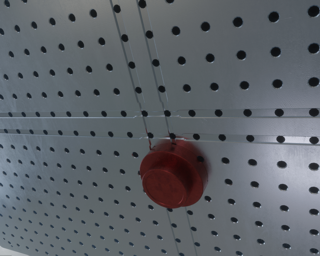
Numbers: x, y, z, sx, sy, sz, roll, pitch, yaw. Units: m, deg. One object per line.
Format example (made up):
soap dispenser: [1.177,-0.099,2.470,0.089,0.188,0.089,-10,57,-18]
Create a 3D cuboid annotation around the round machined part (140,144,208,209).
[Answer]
round machined part: [0.014,0.075,0.439,0.098,0.042,0.097,13,124,21]
